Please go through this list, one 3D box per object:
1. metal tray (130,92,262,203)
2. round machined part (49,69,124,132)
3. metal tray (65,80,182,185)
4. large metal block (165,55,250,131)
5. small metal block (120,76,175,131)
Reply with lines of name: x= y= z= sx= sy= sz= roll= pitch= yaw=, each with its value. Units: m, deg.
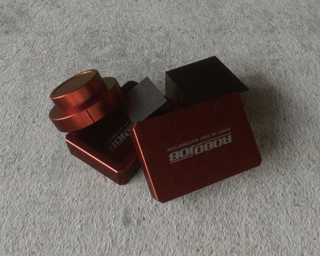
metal tray: x=0.041 y=0.020 z=0.355 sx=0.131 sy=0.030 sz=0.090 roll=-18 pitch=89 yaw=-14
round machined part: x=-0.100 y=-0.041 z=0.400 sx=0.098 sy=0.042 sz=0.098 roll=-20 pitch=29 yaw=12
metal tray: x=-0.042 y=0.000 z=0.400 sx=0.090 sy=0.030 sz=0.131 roll=28 pitch=55 yaw=21
large metal block: x=0.061 y=-0.047 z=0.429 sx=0.081 sy=0.050 sz=0.080 roll=-21 pitch=53 yaw=-17
small metal block: x=-0.018 y=-0.030 z=0.400 sx=0.050 sy=0.025 sz=0.050 roll=-39 pitch=58 yaw=4
